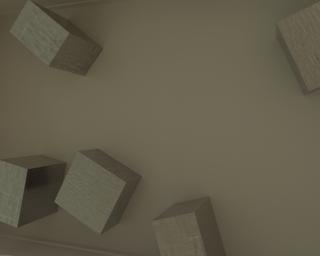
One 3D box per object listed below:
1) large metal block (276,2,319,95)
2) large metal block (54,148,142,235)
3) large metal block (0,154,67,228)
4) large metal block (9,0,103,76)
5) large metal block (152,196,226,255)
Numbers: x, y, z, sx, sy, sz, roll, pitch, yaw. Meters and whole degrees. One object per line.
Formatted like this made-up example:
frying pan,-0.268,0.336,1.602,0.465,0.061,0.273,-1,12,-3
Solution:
large metal block,0.181,-0.090,0.333,0.080,0.050,0.080,-24,82,18
large metal block,-0.084,0.084,0.427,0.080,0.050,0.080,29,100,17
large metal block,-0.188,0.086,0.448,0.050,0.080,0.080,13,95,19
large metal block,-0.141,-0.122,0.431,0.080,0.080,0.050,41,103,15
large metal block,0.038,0.134,0.368,0.050,0.080,0.080,-17,84,19
